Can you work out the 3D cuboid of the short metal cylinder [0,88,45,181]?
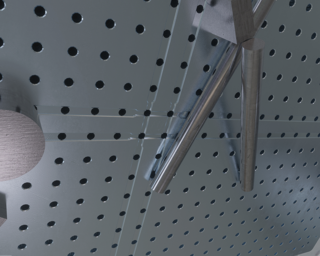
[{"bbox_3d":[-0.161,0.007,0.311,0.081,0.050,0.079,-14,124,-21],"label":"short metal cylinder"}]

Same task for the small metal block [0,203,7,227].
[{"bbox_3d":[-0.217,0.108,0.359,0.050,0.025,0.050,-48,129,5],"label":"small metal block"}]

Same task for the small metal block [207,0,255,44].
[{"bbox_3d":[0.081,-0.131,0.358,0.025,0.050,0.050,-29,128,-10],"label":"small metal block"}]

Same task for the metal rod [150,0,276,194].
[{"bbox_3d":[0.064,-0.036,0.423,0.025,0.025,0.298,17,110,-35],"label":"metal rod"}]

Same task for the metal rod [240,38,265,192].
[{"bbox_3d":[0.131,0.006,0.455,0.025,0.025,0.299,-27,137,-11],"label":"metal rod"}]
